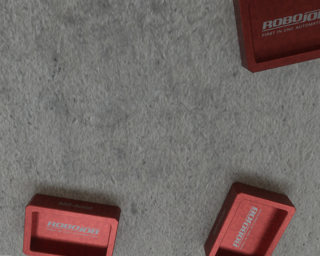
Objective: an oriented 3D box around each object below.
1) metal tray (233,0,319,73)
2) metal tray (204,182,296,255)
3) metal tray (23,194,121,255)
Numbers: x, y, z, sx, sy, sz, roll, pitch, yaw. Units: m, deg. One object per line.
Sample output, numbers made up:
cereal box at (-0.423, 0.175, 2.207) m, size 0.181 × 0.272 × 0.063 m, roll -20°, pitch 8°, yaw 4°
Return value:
metal tray at (0.159, -0.124, 0.363) m, size 0.131 × 0.030 × 0.089 m, roll -12°, pitch 110°, yaw 4°
metal tray at (0.131, 0.152, 0.465) m, size 0.091 × 0.030 × 0.129 m, roll 16°, pitch 109°, yaw -7°
metal tray at (-0.130, 0.153, 0.461) m, size 0.131 × 0.030 × 0.089 m, roll 10°, pitch 110°, yaw -5°
